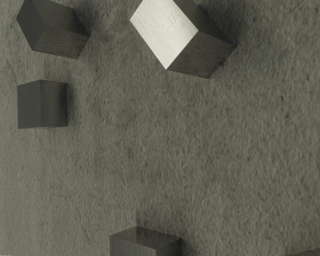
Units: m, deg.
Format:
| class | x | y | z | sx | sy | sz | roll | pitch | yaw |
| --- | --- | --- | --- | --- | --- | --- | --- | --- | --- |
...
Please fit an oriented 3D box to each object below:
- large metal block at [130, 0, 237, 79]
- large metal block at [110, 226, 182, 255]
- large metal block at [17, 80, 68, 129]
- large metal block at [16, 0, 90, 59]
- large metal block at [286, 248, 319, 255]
| class | x | y | z | sx | sy | sz | roll | pitch | yaw |
| --- | --- | --- | --- | --- | --- | --- | --- | --- | --- |
| large metal block | 0.027 | -0.105 | 0.346 | 0.050 | 0.081 | 0.080 | -47 | 62 | 29 |
| large metal block | -0.019 | 0.181 | 0.402 | 0.080 | 0.050 | 0.079 | -1 | 89 | 39 |
| large metal block | -0.214 | -0.040 | 0.562 | 0.080 | 0.050 | 0.080 | -3 | 88 | 39 |
| large metal block | -0.176 | -0.165 | 0.511 | 0.050 | 0.081 | 0.080 | -48 | 62 | 29 |
| large metal block | 0.150 | 0.150 | 0.264 | 0.080 | 0.050 | 0.080 | -34 | 70 | 34 |
